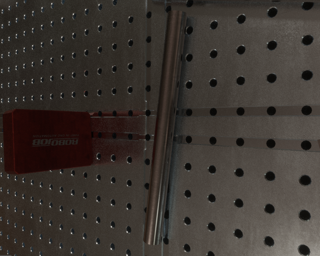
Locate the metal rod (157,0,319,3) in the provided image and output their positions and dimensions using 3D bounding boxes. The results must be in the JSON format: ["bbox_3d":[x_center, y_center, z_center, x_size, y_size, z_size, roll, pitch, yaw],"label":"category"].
[{"bbox_3d":[0.091,-0.149,0.333,0.300,0.025,0.025,20,102,38],"label":"metal rod"}]

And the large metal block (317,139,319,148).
[{"bbox_3d":[0.167,0.041,0.235,0.050,0.081,0.080,-19,78,38],"label":"large metal block"}]

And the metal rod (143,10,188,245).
[{"bbox_3d":[0.006,0.004,0.402,0.025,0.025,0.298,10,97,39],"label":"metal rod"}]

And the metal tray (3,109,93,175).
[{"bbox_3d":[-0.167,0.019,0.476,0.030,0.131,0.089,-6,86,40],"label":"metal tray"}]
